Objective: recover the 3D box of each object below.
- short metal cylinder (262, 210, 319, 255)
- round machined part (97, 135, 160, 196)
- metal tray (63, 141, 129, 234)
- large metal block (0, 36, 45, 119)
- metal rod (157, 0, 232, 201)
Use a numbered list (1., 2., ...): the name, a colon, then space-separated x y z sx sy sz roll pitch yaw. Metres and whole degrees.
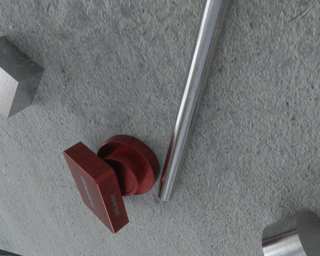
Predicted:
1. short metal cylinder: 0.170 0.146 0.372 0.080 0.080 0.050 45 129 -3
2. round machined part: -0.053 0.062 0.461 0.098 0.042 0.097 13 124 20
3. metal tray: -0.096 0.093 0.474 0.090 0.030 0.129 32 143 36
4. large metal block: -0.232 -0.075 0.463 0.080 0.050 0.080 40 129 0
5. metal rod: 0.034 -0.019 0.376 0.025 0.025 0.298 22 127 14
